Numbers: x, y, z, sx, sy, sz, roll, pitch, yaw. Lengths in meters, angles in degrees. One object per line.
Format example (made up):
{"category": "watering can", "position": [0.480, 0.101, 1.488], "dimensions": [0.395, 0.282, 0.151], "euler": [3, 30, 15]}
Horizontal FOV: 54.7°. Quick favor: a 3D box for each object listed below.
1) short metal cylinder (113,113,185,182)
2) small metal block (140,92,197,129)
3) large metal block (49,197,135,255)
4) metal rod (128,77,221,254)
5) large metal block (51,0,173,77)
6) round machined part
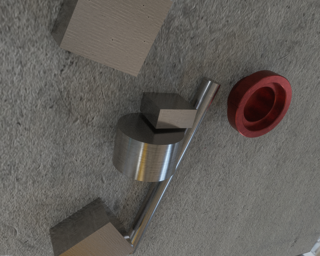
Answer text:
{"category": "short metal cylinder", "position": [-0.015, 0.021, 0.378], "dimensions": [0.081, 0.080, 0.050], "euler": [-3, 120, -28]}
{"category": "small metal block", "position": [0.009, -0.022, 0.383], "dimensions": [0.050, 0.050, 0.025], "euler": [-1, 119, -28]}
{"category": "large metal block", "position": [-0.095, 0.158, 0.438], "dimensions": [0.080, 0.050, 0.080], "euler": [-33, 129, -8]}
{"category": "metal rod", "position": [0.009, 0.066, 0.454], "dimensions": [0.025, 0.025, 0.298], "euler": [12, 112, -34]}
{"category": "large metal block", "position": [-0.048, -0.106, 0.300], "dimensions": [0.081, 0.050, 0.080], "euler": [16, 110, -35]}
{"category": "round machined part", "position": [0.138, -0.038, 0.450], "dimensions": [0.099, 0.042, 0.097], "euler": [-14, 125, -21]}
